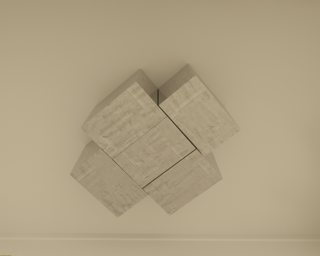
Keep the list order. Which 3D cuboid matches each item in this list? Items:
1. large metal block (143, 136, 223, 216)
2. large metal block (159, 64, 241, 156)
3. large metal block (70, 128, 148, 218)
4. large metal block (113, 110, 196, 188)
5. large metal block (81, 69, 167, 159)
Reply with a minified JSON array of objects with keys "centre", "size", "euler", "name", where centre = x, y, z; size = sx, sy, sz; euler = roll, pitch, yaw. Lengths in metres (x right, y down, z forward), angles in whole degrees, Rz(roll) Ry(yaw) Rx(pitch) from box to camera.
[{"centre":[0.026,0.052,0.401],"size":[0.080,0.080,0.050],"euler":[-38,106,12],"name":"large metal block"},{"centre":[0.044,-0.025,0.373],"size":[0.050,0.080,0.080],"euler":[-39,106,13],"name":"large metal block"},{"centre":[-0.059,0.053,0.400],"size":[0.050,0.080,0.080],"euler":[-39,106,13],"name":"large metal block"},{"centre":[-0.007,0.016,0.387],"size":[0.080,0.080,0.050],"euler":[-38,106,12],"name":"large metal block"},{"centre":[-0.039,-0.020,0.373],"size":[0.080,0.080,0.050],"euler":[-38,106,12],"name":"large metal block"}]
